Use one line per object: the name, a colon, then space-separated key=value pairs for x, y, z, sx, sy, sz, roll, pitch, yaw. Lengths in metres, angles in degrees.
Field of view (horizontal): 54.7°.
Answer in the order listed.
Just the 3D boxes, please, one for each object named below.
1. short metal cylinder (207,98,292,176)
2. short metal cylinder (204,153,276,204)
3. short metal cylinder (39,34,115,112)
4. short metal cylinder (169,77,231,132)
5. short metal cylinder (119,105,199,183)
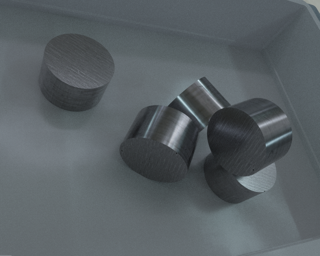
short metal cylinder: x=0.101 y=0.009 z=0.357 sx=0.050 sy=0.080 sz=0.080 roll=-19 pitch=72 yaw=-36
short metal cylinder: x=0.107 y=0.055 z=0.416 sx=0.081 sy=0.050 sz=0.080 roll=14 pitch=56 yaw=-21
short metal cylinder: x=-0.102 y=-0.067 z=0.377 sx=0.081 sy=0.050 sz=0.080 roll=14 pitch=56 yaw=-21
short metal cylinder: x=0.047 y=-0.022 z=0.411 sx=0.050 sy=0.080 sz=0.081 roll=49 pitch=51 yaw=6
short metal cylinder: x=0.000 y=0.020 z=0.360 sx=0.080 sy=0.080 sz=0.050 roll=31 pitch=52 yaw=-9
